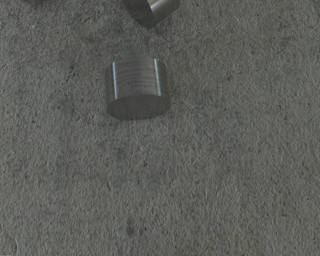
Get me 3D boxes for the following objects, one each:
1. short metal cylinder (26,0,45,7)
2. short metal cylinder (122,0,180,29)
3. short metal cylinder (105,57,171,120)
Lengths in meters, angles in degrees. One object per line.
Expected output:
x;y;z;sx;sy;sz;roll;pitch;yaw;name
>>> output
-0.194;-0.230;0.462;0.050;0.080;0.080;-43;76;-14;short metal cylinder
-0.016;-0.193;0.449;0.050;0.080;0.080;-41;75;-13;short metal cylinder
-0.029;-0.048;0.396;0.081;0.080;0.050;-6;70;-2;short metal cylinder
